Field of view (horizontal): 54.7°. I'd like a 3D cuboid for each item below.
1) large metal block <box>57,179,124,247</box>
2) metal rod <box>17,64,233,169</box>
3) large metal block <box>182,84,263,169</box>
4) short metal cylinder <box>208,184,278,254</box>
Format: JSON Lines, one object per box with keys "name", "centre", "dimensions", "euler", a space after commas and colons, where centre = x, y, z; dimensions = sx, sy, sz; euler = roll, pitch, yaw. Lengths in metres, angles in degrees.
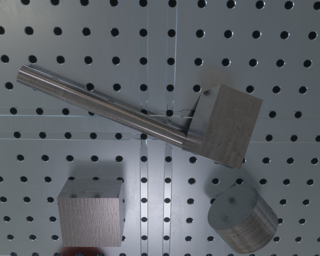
{"name": "large metal block", "centre": [-0.095, 0.121, 0.444], "dimensions": [0.081, 0.050, 0.079], "euler": [0, 110, 0]}
{"name": "metal rod", "centre": [-0.035, -0.011, 0.408], "dimensions": [0.302, 0.025, 0.025], "euler": [22, 109, -8]}
{"name": "large metal block", "centre": [0.070, -0.001, 0.371], "dimensions": [0.050, 0.080, 0.080], "euler": [20, 86, -7]}
{"name": "short metal cylinder", "centre": [0.114, 0.125, 0.431], "dimensions": [0.080, 0.080, 0.050], "euler": [-37, 106, 12]}
